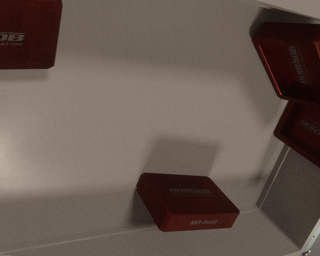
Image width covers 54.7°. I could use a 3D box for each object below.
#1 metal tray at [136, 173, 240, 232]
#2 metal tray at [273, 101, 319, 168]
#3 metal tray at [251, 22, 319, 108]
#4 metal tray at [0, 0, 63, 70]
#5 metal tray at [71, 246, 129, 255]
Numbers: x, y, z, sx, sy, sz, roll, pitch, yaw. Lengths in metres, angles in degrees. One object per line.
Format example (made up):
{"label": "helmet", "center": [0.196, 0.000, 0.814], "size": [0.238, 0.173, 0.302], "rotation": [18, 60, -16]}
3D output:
{"label": "metal tray", "center": [0.041, 0.107, 0.457], "size": [0.131, 0.090, 0.030], "rotation": [9, 114, -33]}
{"label": "metal tray", "center": [0.250, 0.004, 0.483], "size": [0.030, 0.130, 0.089], "rotation": [4, 117, -31]}
{"label": "metal tray", "center": [0.188, -0.082, 0.418], "size": [0.030, 0.090, 0.130], "rotation": [-52, 131, -10]}
{"label": "metal tray", "center": [-0.150, -0.082, 0.241], "size": [0.131, 0.030, 0.090], "rotation": [-6, 159, -26]}
{"label": "metal tray", "center": [-0.119, 0.242, 0.494], "size": [0.131, 0.030, 0.089], "rotation": [0, 119, -29]}
